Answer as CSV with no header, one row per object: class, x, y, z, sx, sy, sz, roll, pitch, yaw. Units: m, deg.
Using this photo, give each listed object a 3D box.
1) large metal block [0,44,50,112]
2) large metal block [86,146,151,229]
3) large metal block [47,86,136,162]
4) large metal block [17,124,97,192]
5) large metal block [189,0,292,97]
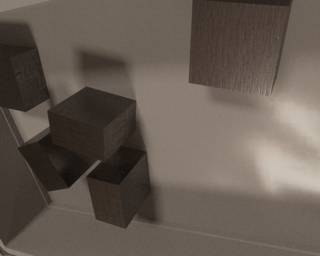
large metal block,-0.221,-0.076,0.459,0.080,0.050,0.079,11,123,22
large metal block,-0.056,0.084,0.453,0.050,0.080,0.079,10,123,22
large metal block,-0.087,-0.009,0.412,0.080,0.080,0.050,17,125,18
large metal block,-0.151,0.038,0.474,0.050,0.080,0.080,-15,111,34
large metal block,0.076,-0.083,0.300,0.080,0.050,0.079,13,124,20
